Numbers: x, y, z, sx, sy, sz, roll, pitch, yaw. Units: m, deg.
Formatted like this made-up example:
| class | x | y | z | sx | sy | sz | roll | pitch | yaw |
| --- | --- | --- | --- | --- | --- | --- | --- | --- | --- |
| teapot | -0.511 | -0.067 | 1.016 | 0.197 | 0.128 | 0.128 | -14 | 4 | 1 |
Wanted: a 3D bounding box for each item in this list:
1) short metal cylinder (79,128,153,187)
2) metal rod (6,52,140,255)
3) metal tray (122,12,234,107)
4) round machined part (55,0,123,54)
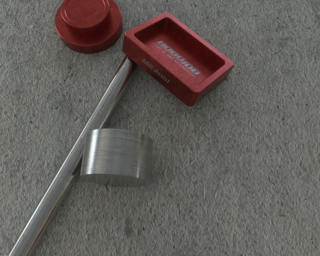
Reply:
| class | x | y | z | sx | sy | sz | roll | pitch | yaw |
| --- | --- | --- | --- | --- | --- | --- | --- | --- | --- |
| short metal cylinder | -0.050 | 0.037 | 0.365 | 0.081 | 0.080 | 0.050 | 4 | 70 | 1 |
| metal rod | -0.100 | 0.026 | 0.397 | 0.025 | 0.025 | 0.300 | 24 | 71 | 8 |
| metal tray | 0.024 | -0.098 | 0.427 | 0.130 | 0.030 | 0.091 | 42 | 56 | 13 |
| round machined part | -0.106 | -0.163 | 0.457 | 0.099 | 0.042 | 0.098 | 0 | 70 | -1 |
